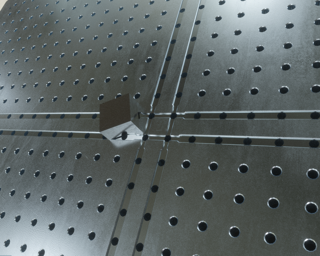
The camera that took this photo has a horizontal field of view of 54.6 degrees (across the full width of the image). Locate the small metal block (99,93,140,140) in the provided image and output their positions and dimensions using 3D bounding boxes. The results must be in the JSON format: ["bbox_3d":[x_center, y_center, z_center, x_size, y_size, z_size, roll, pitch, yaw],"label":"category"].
[{"bbox_3d":[-0.060,-0.017,0.451,0.050,0.025,0.050,-19,54,17],"label":"small metal block"}]
